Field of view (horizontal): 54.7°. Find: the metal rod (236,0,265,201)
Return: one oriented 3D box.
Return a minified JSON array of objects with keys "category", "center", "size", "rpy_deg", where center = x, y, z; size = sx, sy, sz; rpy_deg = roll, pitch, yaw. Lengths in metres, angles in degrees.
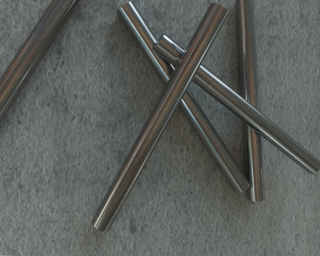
[{"category":"metal rod","center":[0.134,-0.042,0.460],"size":[0.025,0.025,0.298],"rpy_deg":[-4,92,-20]}]

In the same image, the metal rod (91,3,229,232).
[{"category":"metal rod","center":[-0.002,-0.009,0.374],"size":[0.025,0.025,0.299],"rpy_deg":[28,94,-19]}]

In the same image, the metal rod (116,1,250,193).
[{"category":"metal rod","center":[0.038,-0.033,0.424],"size":[0.025,0.025,0.299],"rpy_deg":[-38,103,-16]}]

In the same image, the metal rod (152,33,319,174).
[{"category":"metal rod","center":[0.116,-0.024,0.425],"size":[0.301,0.025,0.025],"rpy_deg":[35,79,-17]}]

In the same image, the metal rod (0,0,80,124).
[{"category":"metal rod","center":[-0.125,-0.126,0.362],"size":[0.025,0.025,0.299],"rpy_deg":[32,79,-18]}]
